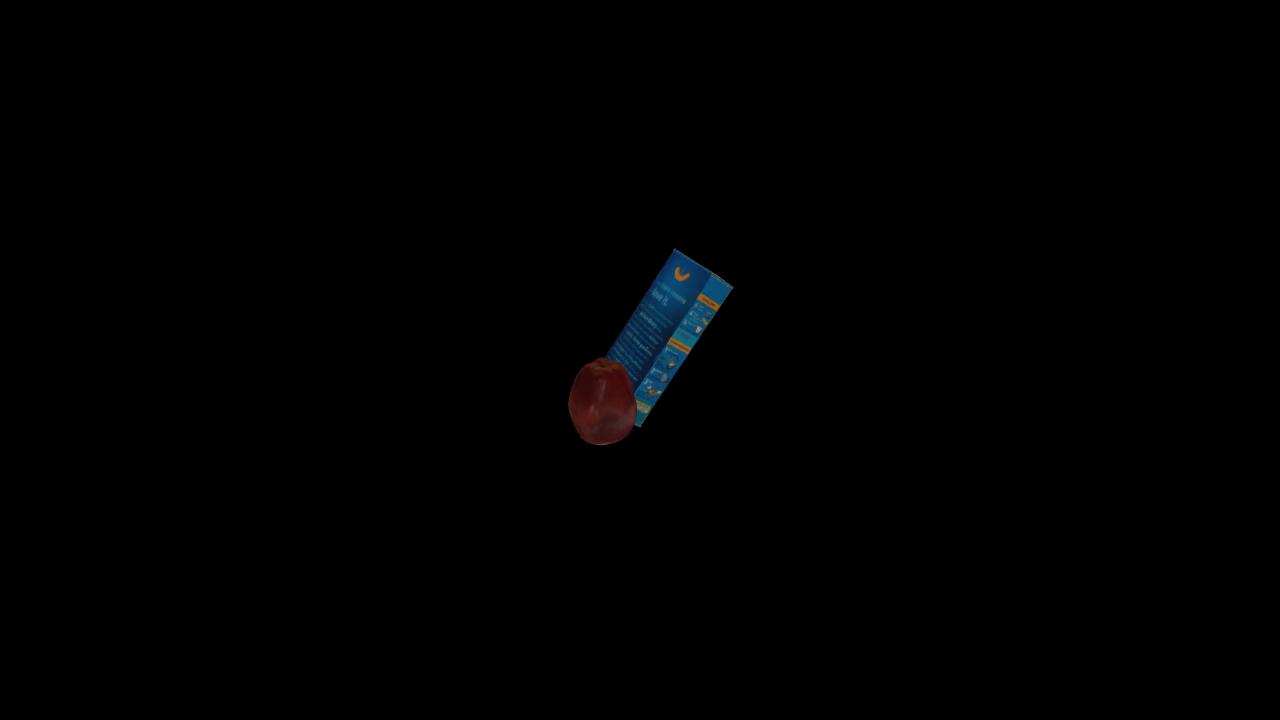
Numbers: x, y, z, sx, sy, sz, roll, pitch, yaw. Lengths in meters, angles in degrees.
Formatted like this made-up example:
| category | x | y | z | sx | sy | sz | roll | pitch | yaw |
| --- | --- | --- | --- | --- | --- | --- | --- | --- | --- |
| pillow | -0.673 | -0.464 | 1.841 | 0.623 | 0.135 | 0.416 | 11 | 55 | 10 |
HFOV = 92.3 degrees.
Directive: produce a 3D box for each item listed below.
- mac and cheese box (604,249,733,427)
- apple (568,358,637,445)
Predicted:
| category | x | y | z | sx | sy | sz | roll | pitch | yaw |
| --- | --- | --- | --- | --- | --- | --- | --- | --- | --- |
| mac and cheese box | 0.019 | -0.026 | 0.688 | 0.041 | 0.184 | 0.093 | 28 | 11 | -33 |
| apple | -0.040 | 0.047 | 0.666 | 0.079 | 0.093 | 0.079 | 6 | 23 | -3 |
